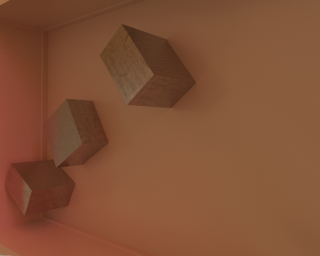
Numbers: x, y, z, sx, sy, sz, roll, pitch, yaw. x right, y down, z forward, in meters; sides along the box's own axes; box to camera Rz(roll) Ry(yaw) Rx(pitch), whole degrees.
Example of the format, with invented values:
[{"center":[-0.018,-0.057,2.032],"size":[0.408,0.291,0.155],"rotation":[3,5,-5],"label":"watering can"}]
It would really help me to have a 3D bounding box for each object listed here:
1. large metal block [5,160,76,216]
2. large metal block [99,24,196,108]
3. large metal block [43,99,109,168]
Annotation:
[{"center":[-0.211,0.101,0.545],"size":[0.080,0.081,0.050],"rotation":[35,112,34],"label":"large metal block"},{"center":[-0.015,-0.073,0.383],"size":[0.050,0.081,0.080],"rotation":[-45,63,31],"label":"large metal block"},{"center":[-0.139,0.009,0.506],"size":[0.080,0.050,0.080],"rotation":[-38,67,33],"label":"large metal block"}]
